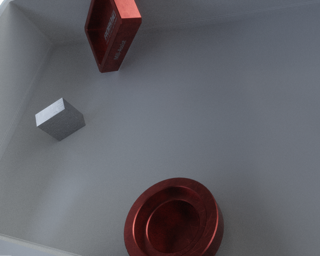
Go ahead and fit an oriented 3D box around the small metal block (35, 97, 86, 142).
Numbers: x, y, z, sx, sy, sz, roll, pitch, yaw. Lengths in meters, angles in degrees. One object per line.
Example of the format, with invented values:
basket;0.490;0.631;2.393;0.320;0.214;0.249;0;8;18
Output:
small metal block;-0.152;-0.012;0.474;0.050;0.050;0.025;-31;52;8

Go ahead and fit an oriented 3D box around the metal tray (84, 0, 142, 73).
metal tray;-0.075;-0.153;0.461;0.030;0.129;0.090;-14;75;-28

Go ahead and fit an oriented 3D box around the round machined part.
round machined part;0.017;0.103;0.314;0.098;0.042;0.098;-17;43;16
